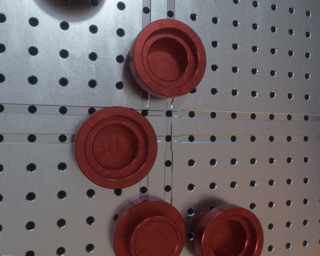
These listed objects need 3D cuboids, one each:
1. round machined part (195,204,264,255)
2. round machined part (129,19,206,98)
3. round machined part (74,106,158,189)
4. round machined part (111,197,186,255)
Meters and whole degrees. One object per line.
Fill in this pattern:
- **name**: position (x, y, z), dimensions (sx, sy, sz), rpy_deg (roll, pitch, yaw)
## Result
- **round machined part**: position (0.093, 0.156, 0.438), dimensions (0.099, 0.042, 0.097), rpy_deg (0, 90, -20)
- **round machined part**: position (0.007, -0.087, 0.406), dimensions (0.099, 0.042, 0.097), rpy_deg (0, 90, -20)
- **round machined part**: position (-0.056, 0.023, 0.383), dimensions (0.099, 0.042, 0.097), rpy_deg (0, 90, -20)
- **round machined part**: position (-0.011, 0.142, 0.400), dimensions (0.099, 0.042, 0.097), rpy_deg (0, 90, -20)
